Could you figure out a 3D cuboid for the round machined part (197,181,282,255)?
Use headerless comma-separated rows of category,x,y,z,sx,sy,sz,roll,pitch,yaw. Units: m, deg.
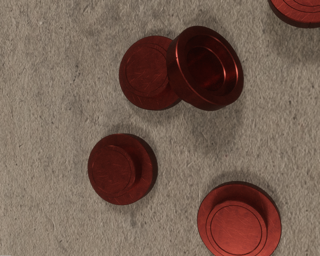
round machined part,0.092,0.115,0.367,0.098,0.042,0.097,0,90,19

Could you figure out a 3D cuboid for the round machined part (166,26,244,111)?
round machined part,0.048,-0.065,0.363,0.042,0.099,0.098,-28,79,53

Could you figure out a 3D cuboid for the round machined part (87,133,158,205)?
round machined part,-0.056,0.056,0.419,0.098,0.042,0.097,0,90,19

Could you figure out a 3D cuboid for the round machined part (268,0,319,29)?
round machined part,0.169,-0.158,0.341,0.098,0.042,0.097,0,90,19

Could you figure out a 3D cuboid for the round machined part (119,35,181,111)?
round machined part,-0.010,-0.072,0.403,0.098,0.042,0.097,0,90,19
